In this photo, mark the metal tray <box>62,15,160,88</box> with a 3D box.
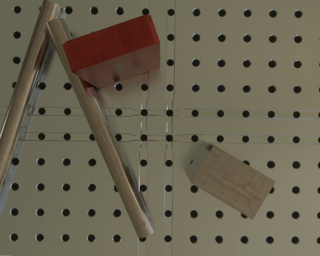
[{"bbox_3d":[-0.047,-0.082,0.360,0.090,0.130,0.030,-19,90,0],"label":"metal tray"}]

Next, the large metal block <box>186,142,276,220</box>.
[{"bbox_3d":[0.082,0.061,0.386,0.080,0.080,0.050,31,90,0],"label":"large metal block"}]

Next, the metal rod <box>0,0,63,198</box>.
[{"bbox_3d":[-0.189,-0.022,0.411,0.025,0.025,0.298,18,90,0],"label":"metal rod"}]

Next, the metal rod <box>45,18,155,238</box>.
[{"bbox_3d":[-0.076,0.003,0.404,0.025,0.025,0.299,-23,93,0],"label":"metal rod"}]
